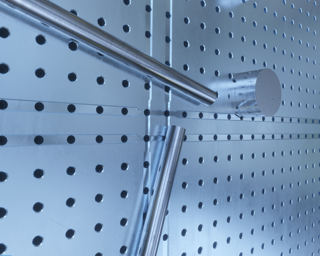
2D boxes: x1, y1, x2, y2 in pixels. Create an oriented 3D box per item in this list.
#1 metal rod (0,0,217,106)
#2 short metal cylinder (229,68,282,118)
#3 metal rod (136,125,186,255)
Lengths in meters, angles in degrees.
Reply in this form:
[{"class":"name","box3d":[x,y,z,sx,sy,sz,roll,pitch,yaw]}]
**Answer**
[{"class":"metal rod","box3d":[-0.035,-0.087,0.379,0.302,0.025,0.025,20,77,-38]},{"class":"short metal cylinder","box3d":[0.164,-0.058,0.530,0.081,0.050,0.080,1,89,-40]},{"class":"metal rod","box3d":[-0.012,0.142,0.398,0.025,0.025,0.299,23,76,-38]}]
